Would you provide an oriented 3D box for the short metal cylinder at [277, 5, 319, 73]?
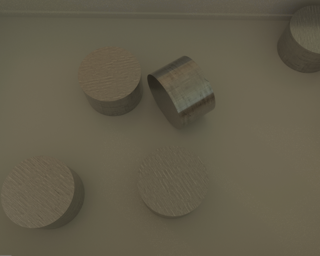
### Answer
[{"bbox_3d":[0.217,-0.126,0.444,0.081,0.050,0.080,0,70,0],"label":"short metal cylinder"}]

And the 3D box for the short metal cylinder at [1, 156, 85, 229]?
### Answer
[{"bbox_3d":[-0.135,0.078,0.367,0.081,0.050,0.080,0,70,0],"label":"short metal cylinder"}]

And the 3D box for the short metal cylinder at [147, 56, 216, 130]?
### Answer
[{"bbox_3d":[0.026,-0.045,0.397,0.050,0.080,0.080,-31,73,-10],"label":"short metal cylinder"}]

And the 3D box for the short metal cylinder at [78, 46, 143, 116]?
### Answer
[{"bbox_3d":[-0.064,-0.062,0.418,0.081,0.050,0.080,0,70,0],"label":"short metal cylinder"}]

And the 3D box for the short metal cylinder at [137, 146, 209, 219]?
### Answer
[{"bbox_3d":[0.015,0.066,0.372,0.081,0.050,0.080,0,70,0],"label":"short metal cylinder"}]
